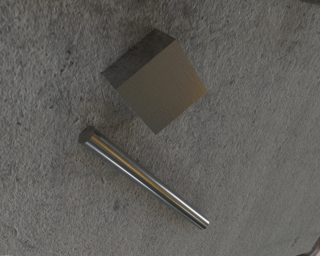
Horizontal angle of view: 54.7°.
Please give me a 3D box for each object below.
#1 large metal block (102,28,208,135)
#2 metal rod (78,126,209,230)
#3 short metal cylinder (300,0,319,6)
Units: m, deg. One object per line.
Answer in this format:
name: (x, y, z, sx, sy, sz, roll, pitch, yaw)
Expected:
large metal block: (-0.005, -0.053, 0.357, 0.080, 0.050, 0.080, -41, 130, -1)
metal rod: (-0.005, 0.089, 0.460, 0.025, 0.025, 0.300, -44, 130, 2)
short metal cylinder: (0.218, -0.196, 0.391, 0.081, 0.050, 0.079, -14, 125, -21)
